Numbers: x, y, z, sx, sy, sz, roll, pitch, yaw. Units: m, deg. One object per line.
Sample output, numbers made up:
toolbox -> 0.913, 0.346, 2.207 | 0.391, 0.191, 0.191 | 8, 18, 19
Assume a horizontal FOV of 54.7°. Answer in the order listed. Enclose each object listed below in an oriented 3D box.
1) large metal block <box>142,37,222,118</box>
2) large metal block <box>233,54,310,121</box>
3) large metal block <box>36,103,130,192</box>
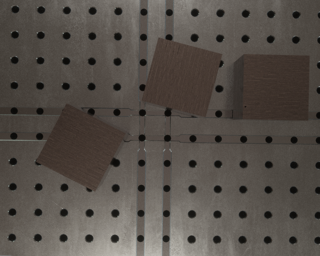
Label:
large metal block -> 0.027, -0.062, 0.401 | 0.080, 0.050, 0.080 | 15, 90, -1
large metal block -> 0.142, -0.050, 0.403 | 0.081, 0.050, 0.079 | 1, 90, -1
large metal block -> -0.096, 0.023, 0.400 | 0.080, 0.050, 0.080 | 27, 90, -1
